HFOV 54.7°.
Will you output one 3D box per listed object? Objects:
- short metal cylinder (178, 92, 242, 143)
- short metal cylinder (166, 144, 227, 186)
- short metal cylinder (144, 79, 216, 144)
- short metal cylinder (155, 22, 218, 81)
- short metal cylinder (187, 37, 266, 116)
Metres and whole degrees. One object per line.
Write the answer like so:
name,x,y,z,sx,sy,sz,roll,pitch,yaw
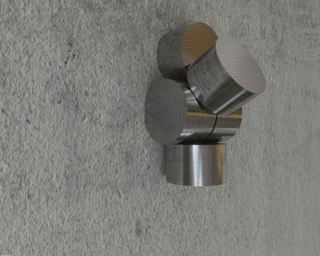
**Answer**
short metal cylinder,0.065,-0.019,0.426,0.050,0.080,0.079,0,90,-40
short metal cylinder,0.048,0.045,0.413,0.081,0.080,0.050,0,90,-40
short metal cylinder,0.024,-0.020,0.393,0.050,0.080,0.079,1,90,-41
short metal cylinder,0.041,-0.099,0.427,0.081,0.050,0.079,0,90,-40
short metal cylinder,0.080,-0.061,0.373,0.080,0.050,0.080,22,49,-28
